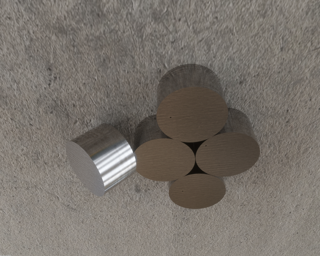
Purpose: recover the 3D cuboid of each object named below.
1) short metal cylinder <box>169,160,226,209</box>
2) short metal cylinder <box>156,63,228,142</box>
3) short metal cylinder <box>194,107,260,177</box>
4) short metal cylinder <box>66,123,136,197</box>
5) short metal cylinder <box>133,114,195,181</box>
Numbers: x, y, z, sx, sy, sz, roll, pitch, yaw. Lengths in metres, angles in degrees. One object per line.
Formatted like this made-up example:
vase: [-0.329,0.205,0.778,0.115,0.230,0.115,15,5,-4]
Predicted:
short metal cylinder: [0.053,0.075,0.456,0.081,0.050,0.079,0,130,0]
short metal cylinder: [0.036,-0.029,0.368,0.081,0.050,0.079,0,130,0]
short metal cylinder: [0.085,0.019,0.409,0.081,0.050,0.079,0,130,0]
short metal cylinder: [-0.076,0.040,0.399,0.080,0.050,0.079,31,138,33]
short metal cylinder: [0.005,0.026,0.415,0.081,0.050,0.079,0,130,0]
